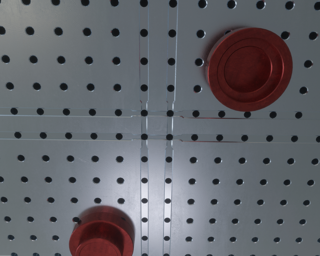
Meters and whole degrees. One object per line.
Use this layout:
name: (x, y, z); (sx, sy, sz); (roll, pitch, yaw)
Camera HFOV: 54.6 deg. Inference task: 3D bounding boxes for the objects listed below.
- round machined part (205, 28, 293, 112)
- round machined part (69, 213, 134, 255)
round machined part: (0.104, -0.072, 0.378); (0.099, 0.042, 0.097); (0, 110, 0)
round machined part: (-0.089, 0.182, 0.470); (0.099, 0.042, 0.097); (0, 110, 0)
